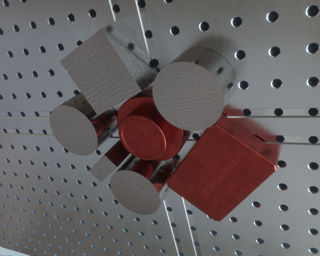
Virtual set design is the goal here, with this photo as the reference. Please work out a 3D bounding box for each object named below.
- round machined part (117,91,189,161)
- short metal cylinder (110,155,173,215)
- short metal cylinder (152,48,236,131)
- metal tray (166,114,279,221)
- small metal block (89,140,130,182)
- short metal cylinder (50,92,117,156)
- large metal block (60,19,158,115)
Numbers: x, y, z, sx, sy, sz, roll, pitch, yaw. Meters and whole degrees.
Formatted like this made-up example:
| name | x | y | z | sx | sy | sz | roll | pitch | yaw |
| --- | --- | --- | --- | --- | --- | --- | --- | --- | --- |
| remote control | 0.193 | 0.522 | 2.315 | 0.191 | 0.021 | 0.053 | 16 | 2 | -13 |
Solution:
| name | x | y | z | sx | sy | sz | roll | pitch | yaw |
| --- | --- | --- | --- | --- | --- | --- | --- | --- | --- |
| round machined part | -0.015 | 0.004 | 0.410 | 0.098 | 0.042 | 0.097 | 13 | 124 | 21 |
| short metal cylinder | -0.026 | 0.080 | 0.458 | 0.080 | 0.050 | 0.079 | 13 | 124 | 21 |
| short metal cylinder | 0.039 | -0.043 | 0.347 | 0.080 | 0.050 | 0.079 | 13 | 124 | 21 |
| metal tray | 0.076 | 0.055 | 0.401 | 0.090 | 0.030 | 0.129 | 35 | 129 | 5 |
| small metal block | -0.071 | 0.047 | 0.460 | 0.025 | 0.050 | 0.050 | 45 | 129 | -3 |
| short metal cylinder | -0.110 | -0.007 | 0.448 | 0.080 | 0.050 | 0.079 | 13 | 124 | 21 |
| large metal block | -0.061 | -0.073 | 0.382 | 0.080 | 0.050 | 0.080 | -23 | 106 | 36 |
